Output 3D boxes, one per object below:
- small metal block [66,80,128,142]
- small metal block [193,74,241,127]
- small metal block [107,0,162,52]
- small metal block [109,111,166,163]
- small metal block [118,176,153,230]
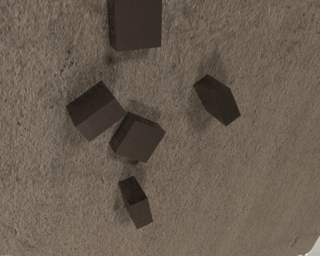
[{"bbox_3d":[-0.071,-0.020,0.341,0.050,0.050,0.025,-37,130,-4],"label":"small metal block"},{"bbox_3d":[0.075,-0.037,0.411,0.025,0.050,0.050,-37,130,-4],"label":"small metal block"},{"bbox_3d":[-0.026,-0.111,0.325,0.050,0.025,0.050,-13,124,-22],"label":"small metal block"},{"bbox_3d":[-0.029,0.013,0.400,0.050,0.025,0.050,22,106,-37],"label":"small metal block"},{"bbox_3d":[-0.035,0.105,0.438,0.025,0.050,0.050,-21,127,-16],"label":"small metal block"}]
